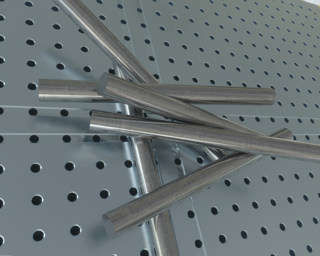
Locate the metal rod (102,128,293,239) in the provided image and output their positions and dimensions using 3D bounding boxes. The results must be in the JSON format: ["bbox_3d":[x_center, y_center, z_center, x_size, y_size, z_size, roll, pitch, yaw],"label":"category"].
[{"bbox_3d":[0.070,0.052,0.378,0.302,0.025,0.025,-19,72,-34],"label":"metal rod"}]

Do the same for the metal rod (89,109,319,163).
[{"bbox_3d":[0.068,0.013,0.381,0.302,0.025,0.025,8,57,-11],"label":"metal rod"}]

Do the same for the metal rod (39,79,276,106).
[{"bbox_3d":[0.012,-0.042,0.386,0.302,0.025,0.025,-1,62,-19],"label":"metal rod"}]

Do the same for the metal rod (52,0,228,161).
[{"bbox_3d":[-0.019,-0.061,0.405,0.300,0.025,0.025,45,51,-9],"label":"metal rod"}]

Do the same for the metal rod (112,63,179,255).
[{"bbox_3d":[-0.019,0.038,0.374,0.025,0.025,0.299,-1,62,-29],"label":"metal rod"}]

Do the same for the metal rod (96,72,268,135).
[{"bbox_3d":[0.060,-0.009,0.401,0.302,0.025,0.025,17,54,-35],"label":"metal rod"}]
